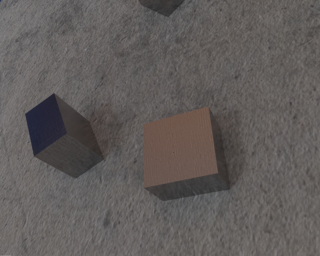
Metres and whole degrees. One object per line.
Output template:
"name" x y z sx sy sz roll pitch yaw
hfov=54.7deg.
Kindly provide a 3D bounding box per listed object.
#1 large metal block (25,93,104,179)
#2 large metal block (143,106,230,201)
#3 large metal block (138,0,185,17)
"large metal block" -0.131 0.012 0.428 0.050 0.080 0.080 -35 52 5
"large metal block" 0.029 0.031 0.353 0.080 0.050 0.080 -15 56 19
"large metal block" 0.007 -0.249 0.536 0.080 0.050 0.080 -47 52 -5
